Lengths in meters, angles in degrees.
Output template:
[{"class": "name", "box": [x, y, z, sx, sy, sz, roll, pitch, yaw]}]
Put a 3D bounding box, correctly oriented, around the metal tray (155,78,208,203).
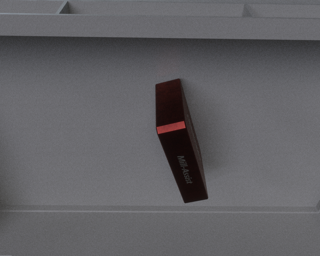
[{"class": "metal tray", "box": [0.027, 0.018, 0.378, 0.030, 0.090, 0.130, -13, 129, 9]}]
